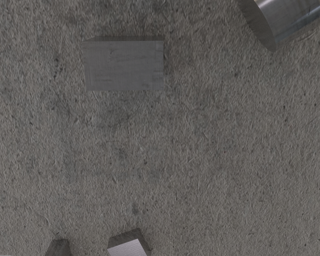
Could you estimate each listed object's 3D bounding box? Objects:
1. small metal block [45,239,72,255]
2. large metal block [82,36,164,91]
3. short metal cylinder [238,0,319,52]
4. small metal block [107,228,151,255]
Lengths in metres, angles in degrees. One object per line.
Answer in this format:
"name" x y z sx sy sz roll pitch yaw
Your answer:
"small metal block" -0.155 0.207 0.471 0.025 0.050 0.050 -4 110 1
"large metal block" -0.037 -0.076 0.352 0.081 0.080 0.050 -1 110 0
"short metal cylinder" 0.125 -0.130 0.334 0.050 0.080 0.080 -32 107 11
"small metal block" -0.047 0.189 0.479 0.050 0.025 0.050 -21 109 7
